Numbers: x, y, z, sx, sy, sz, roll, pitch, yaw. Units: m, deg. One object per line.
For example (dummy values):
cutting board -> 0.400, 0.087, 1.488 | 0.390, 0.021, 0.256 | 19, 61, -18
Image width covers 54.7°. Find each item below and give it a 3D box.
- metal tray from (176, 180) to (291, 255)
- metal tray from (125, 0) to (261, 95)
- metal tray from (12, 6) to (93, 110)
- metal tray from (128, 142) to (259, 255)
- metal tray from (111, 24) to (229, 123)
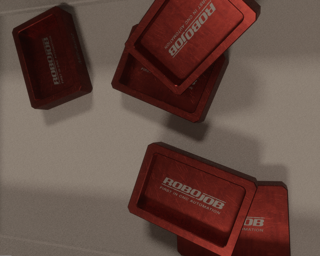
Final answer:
metal tray -> 0.087, 0.111, 0.377 | 0.130, 0.030, 0.089 | -2, 89, 19
metal tray -> 0.031, -0.108, 0.341 | 0.090, 0.030, 0.129 | 42, 130, -5
metal tray -> -0.162, -0.102, 0.463 | 0.090, 0.030, 0.129 | -19, 84, 18
metal tray -> 0.036, 0.079, 0.361 | 0.130, 0.030, 0.089 | 20, 96, 18
metal tray -> 0.011, -0.071, 0.403 | 0.130, 0.030, 0.089 | 24, 98, 18
